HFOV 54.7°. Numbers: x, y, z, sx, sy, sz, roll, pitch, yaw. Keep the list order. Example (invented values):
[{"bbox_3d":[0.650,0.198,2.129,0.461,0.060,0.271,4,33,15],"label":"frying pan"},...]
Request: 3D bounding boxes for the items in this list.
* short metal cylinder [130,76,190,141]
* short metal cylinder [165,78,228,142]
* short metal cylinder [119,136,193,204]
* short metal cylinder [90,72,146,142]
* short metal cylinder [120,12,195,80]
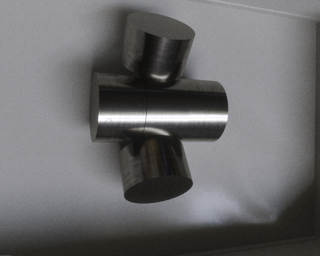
[{"bbox_3d":[-0.004,-0.022,0.378,0.050,0.080,0.080,1,90,-20],"label":"short metal cylinder"},{"bbox_3d":[0.044,-0.022,0.396,0.050,0.080,0.080,1,90,-20],"label":"short metal cylinder"},{"bbox_3d":[-0.006,0.052,0.370,0.081,0.080,0.050,0,56,-20],"label":"short metal cylinder"},{"bbox_3d":[-0.052,-0.023,0.361,0.050,0.080,0.080,1,90,-20],"label":"short metal cylinder"},{"bbox_3d":[-0.004,-0.099,0.370,0.081,0.080,0.050,2,127,-20],"label":"short metal cylinder"}]
